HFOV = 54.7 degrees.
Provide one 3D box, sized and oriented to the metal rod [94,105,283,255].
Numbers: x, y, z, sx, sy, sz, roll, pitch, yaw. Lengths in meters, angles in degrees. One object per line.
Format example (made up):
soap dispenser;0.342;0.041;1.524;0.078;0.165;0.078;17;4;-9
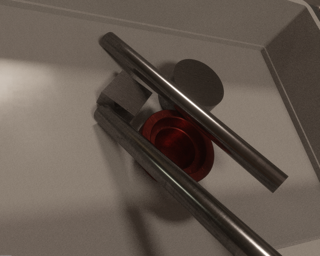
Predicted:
metal rod;0.020;0.054;0.287;0.025;0.025;0.300;-16;39;-35

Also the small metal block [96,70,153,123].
small metal block;-0.046;-0.040;0.407;0.050;0.025;0.050;37;51;-4

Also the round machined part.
round machined part;0.015;0.029;0.387;0.099;0.042;0.098;14;56;-21

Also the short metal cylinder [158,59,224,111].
short metal cylinder;0.044;-0.052;0.447;0.081;0.050;0.080;14;56;-21

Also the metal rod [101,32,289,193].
metal rod;0.028;-0.033;0.390;0.025;0.025;0.300;-30;62;-38
